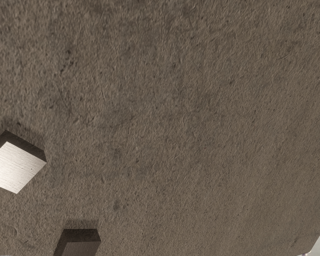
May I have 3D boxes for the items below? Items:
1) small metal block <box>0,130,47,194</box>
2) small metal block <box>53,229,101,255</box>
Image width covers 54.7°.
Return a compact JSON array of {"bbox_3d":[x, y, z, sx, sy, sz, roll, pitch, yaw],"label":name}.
[{"bbox_3d":[-0.164,0.038,0.341,0.050,0.025,0.050,-46,130,3],"label":"small metal block"},{"bbox_3d":[-0.121,0.175,0.450,0.050,0.025,0.050,12,112,-34],"label":"small metal block"}]
